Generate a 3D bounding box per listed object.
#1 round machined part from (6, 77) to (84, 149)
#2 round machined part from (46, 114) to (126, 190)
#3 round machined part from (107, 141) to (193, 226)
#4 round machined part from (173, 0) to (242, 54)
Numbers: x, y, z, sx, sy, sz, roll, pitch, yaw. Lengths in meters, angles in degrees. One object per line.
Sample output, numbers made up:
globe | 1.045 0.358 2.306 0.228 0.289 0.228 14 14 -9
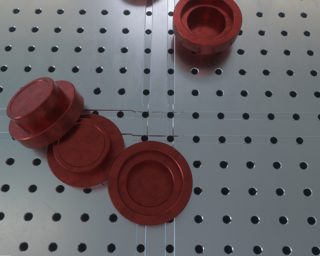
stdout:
round machined part | -0.149 -0.026 0.388 0.098 0.042 0.098 -15 46 17
round machined part | -0.095 0.026 0.393 0.099 0.042 0.098 0 70 0
round machined part | -0.012 0.068 0.376 0.099 0.042 0.098 1 71 -3
round machined part | 0.067 -0.151 0.458 0.099 0.042 0.098 0 70 0
